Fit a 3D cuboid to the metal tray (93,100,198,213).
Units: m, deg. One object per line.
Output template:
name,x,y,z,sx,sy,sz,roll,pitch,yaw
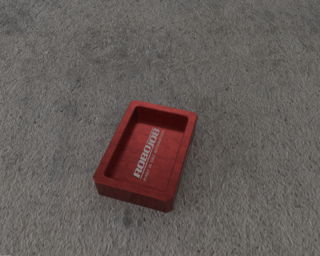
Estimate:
metal tray,-0.013,0.028,0.376,0.090,0.030,0.130,13,51,10
